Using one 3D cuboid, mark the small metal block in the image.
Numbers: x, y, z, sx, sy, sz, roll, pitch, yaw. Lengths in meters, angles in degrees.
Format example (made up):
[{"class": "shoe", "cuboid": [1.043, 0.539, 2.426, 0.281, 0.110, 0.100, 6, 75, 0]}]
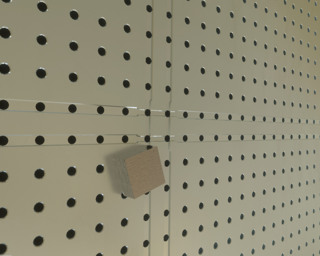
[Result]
[{"class": "small metal block", "cuboid": [-0.025, 0.053, 0.388, 0.050, 0.025, 0.050, -21, 103, -38]}]
